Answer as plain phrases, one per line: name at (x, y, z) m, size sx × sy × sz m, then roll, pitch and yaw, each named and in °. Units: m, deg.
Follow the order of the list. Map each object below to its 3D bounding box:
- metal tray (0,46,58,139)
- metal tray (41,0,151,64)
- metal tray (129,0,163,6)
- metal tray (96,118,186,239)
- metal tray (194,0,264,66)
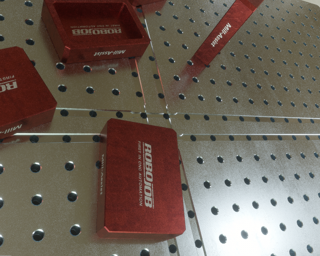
metal tray at (-0.189, -0.030, 0.322) m, size 0.131 × 0.030 × 0.090 m, roll -27°, pitch 76°, yaw -37°
metal tray at (-0.089, -0.142, 0.443) m, size 0.131 × 0.030 × 0.090 m, roll -15°, pitch 70°, yaw -34°
metal tray at (-0.047, -0.281, 0.551) m, size 0.091 × 0.030 × 0.130 m, roll -31°, pitch 79°, yaw -38°
metal tray at (-0.022, 0.057, 0.358) m, size 0.091 × 0.030 × 0.130 m, roll 10°, pitch 57°, yaw -23°
metal tray at (0.117, -0.170, 0.506) m, size 0.030 × 0.129 × 0.090 m, roll 41°, pitch 51°, yaw -1°
